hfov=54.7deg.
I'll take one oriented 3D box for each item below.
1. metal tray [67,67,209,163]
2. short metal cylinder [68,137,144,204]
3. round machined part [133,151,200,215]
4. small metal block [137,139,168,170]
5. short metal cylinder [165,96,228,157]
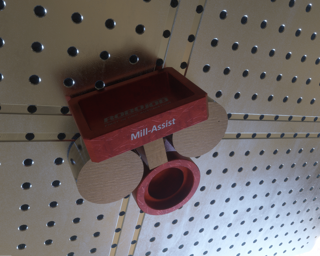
[{"bbox_3d":[-0.025,-0.021,0.337,0.131,0.090,0.030,-21,127,-15],"label":"metal tray"},{"bbox_3d":[-0.067,0.046,0.382,0.081,0.050,0.079,-14,124,-21],"label":"short metal cylinder"},{"bbox_3d":[0.005,0.074,0.443,0.099,0.042,0.097,-14,124,-21],"label":"round machined part"},{"bbox_3d":[-0.016,0.016,0.391,0.025,0.050,0.050,-23,127,-15],"label":"small metal block"},{"bbox_3d":[0.041,-0.008,0.408,0.081,0.050,0.079,-14,124,-21],"label":"short metal cylinder"}]
